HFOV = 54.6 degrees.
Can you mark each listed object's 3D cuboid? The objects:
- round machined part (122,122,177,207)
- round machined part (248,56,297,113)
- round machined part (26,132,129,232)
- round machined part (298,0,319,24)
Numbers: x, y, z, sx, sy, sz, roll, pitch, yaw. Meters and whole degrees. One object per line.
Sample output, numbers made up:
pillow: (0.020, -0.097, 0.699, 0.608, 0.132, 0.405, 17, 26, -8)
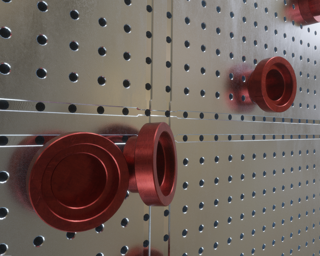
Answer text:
round machined part: (-0.012, 0.043, 0.368, 0.098, 0.042, 0.097, -4, 90, -72)
round machined part: (0.197, -0.076, 0.557, 0.099, 0.042, 0.097, -1, 91, -33)
round machined part: (-0.085, 0.052, 0.319, 0.099, 0.042, 0.097, -1, 93, -30)
round machined part: (0.352, -0.286, 0.690, 0.099, 0.042, 0.097, 0, 90, -40)
